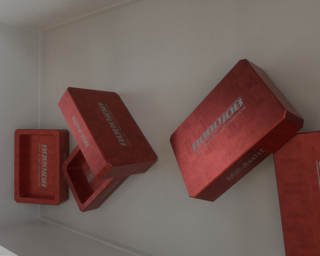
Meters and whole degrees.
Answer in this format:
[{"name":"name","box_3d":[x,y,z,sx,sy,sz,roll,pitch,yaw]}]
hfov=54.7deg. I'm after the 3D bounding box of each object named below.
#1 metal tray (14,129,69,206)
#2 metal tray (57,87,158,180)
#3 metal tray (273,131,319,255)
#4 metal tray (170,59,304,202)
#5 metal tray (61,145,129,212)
[{"name":"metal tray","box_3d":[-0.210,0.067,0.549,0.090,0.030,0.129,0,90,14]},{"name":"metal tray","box_3d":[-0.071,0.004,0.420,0.030,0.091,0.130,-48,62,29]},{"name":"metal tray","box_3d":[0.156,0.066,0.274,0.090,0.030,0.129,-9,84,39]},{"name":"metal tray","box_3d":[0.070,0.004,0.324,0.129,0.030,0.090,-49,39,28]},{"name":"metal tray","box_3d":[-0.097,0.058,0.480,0.129,0.030,0.090,-47,62,29]}]
